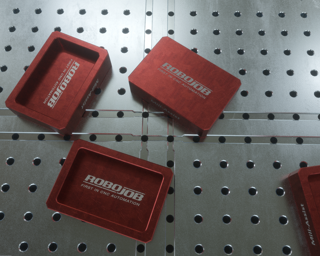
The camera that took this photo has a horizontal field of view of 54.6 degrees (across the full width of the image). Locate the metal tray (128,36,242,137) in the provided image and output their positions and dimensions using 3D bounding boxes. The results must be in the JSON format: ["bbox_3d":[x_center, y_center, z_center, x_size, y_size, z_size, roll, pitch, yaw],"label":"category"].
[{"bbox_3d":[0.033,-0.059,0.431,0.130,0.030,0.090,34,73,11],"label":"metal tray"}]

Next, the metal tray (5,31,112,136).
[{"bbox_3d":[-0.137,-0.064,0.431,0.090,0.030,0.130,23,71,8],"label":"metal tray"}]

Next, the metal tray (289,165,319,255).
[{"bbox_3d":[0.220,0.108,0.370,0.091,0.030,0.130,-8,70,-3],"label":"metal tray"}]

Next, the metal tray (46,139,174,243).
[{"bbox_3d":[-0.058,0.076,0.381,0.130,0.030,0.090,18,71,6],"label":"metal tray"}]
